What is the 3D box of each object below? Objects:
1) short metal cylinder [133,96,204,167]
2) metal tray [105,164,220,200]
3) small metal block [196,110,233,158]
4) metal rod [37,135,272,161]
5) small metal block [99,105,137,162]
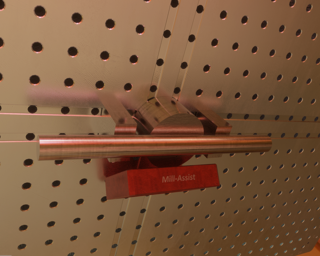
[{"bbox_3d":[0.009,0.005,0.403,0.081,0.050,0.079,-14,124,-21],"label":"short metal cylinder"},{"bbox_3d":[0.002,0.073,0.418,0.131,0.090,0.030,0,75,-29],"label":"metal tray"},{"bbox_3d":[0.070,0.008,0.438,0.025,0.050,0.050,-1,119,-28],"label":"small metal block"},{"bbox_3d":[0.016,0.020,0.368,0.303,0.025,0.025,1,118,-28],"label":"metal rod"},{"bbox_3d":[-0.052,0.005,0.370,0.025,0.050,0.050,-1,119,-28],"label":"small metal block"}]
